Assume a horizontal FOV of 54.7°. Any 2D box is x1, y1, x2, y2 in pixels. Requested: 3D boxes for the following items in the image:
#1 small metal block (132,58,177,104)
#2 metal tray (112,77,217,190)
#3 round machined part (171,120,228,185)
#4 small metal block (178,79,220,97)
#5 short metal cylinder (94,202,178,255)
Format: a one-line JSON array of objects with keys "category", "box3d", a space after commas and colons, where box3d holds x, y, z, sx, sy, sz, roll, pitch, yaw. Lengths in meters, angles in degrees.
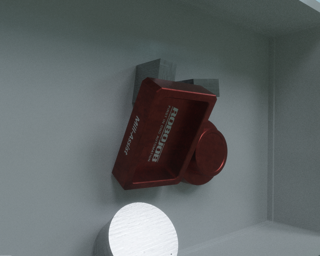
[{"category": "small metal block", "box3d": [-0.008, -0.055, 0.385, 0.025, 0.050, 0.050, 11, 83, -37]}, {"category": "metal tray", "box3d": [0.005, 0.010, 0.368, 0.091, 0.030, 0.129, 2, 118, -38]}, {"category": "round machined part", "box3d": [0.061, 0.034, 0.449, 0.099, 0.042, 0.097, 0, 91, -40]}, {"category": "small metal block", "box3d": [0.047, -0.053, 0.432, 0.050, 0.050, 0.025, -8, 95, -40]}, {"category": "short metal cylinder", "box3d": [-0.027, 0.131, 0.345, 0.081, 0.050, 0.080, 18, 46, -20]}]
